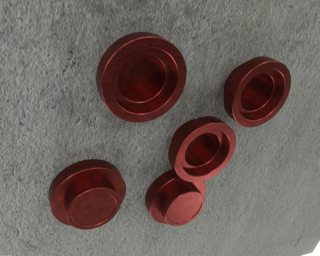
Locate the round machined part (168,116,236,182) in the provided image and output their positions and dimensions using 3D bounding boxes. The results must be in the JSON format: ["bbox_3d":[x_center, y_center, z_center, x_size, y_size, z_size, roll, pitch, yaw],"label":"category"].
[{"bbox_3d":[0.055,0.026,0.442,0.099,0.042,0.097,-14,124,-21],"label":"round machined part"}]

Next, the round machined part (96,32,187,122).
[{"bbox_3d":[-0.023,-0.058,0.347,0.099,0.042,0.097,-14,124,-21],"label":"round machined part"}]

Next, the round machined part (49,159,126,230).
[{"bbox_3d":[-0.090,0.093,0.404,0.099,0.042,0.097,-14,124,-21],"label":"round machined part"}]

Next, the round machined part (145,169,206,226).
[{"bbox_3d":[0.030,0.113,0.482,0.099,0.042,0.097,-14,124,-21],"label":"round machined part"}]

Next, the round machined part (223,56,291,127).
[{"bbox_3d":[0.130,-0.053,0.434,0.099,0.042,0.097,-14,124,-21],"label":"round machined part"}]
